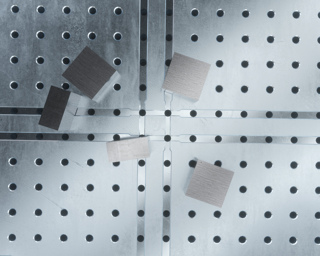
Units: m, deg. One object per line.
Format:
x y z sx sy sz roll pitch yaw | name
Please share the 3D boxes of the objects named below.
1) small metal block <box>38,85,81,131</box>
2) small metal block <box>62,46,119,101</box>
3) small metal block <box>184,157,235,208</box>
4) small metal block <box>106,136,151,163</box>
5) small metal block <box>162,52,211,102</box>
-0.128 -0.024 0.399 0.025 0.050 0.050 18 90 0 | small metal block
-0.092 -0.071 0.412 0.050 0.025 0.050 40 90 -1 | small metal block
0.065 0.072 0.414 0.050 0.025 0.050 20 90 -1 | small metal block
-0.039 0.026 0.400 0.050 0.050 0.025 -8 90 0 | small metal block
0.034 -0.067 0.414 0.050 0.025 0.050 19 90 -1 | small metal block
